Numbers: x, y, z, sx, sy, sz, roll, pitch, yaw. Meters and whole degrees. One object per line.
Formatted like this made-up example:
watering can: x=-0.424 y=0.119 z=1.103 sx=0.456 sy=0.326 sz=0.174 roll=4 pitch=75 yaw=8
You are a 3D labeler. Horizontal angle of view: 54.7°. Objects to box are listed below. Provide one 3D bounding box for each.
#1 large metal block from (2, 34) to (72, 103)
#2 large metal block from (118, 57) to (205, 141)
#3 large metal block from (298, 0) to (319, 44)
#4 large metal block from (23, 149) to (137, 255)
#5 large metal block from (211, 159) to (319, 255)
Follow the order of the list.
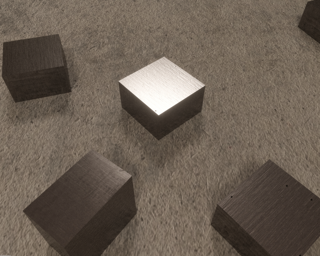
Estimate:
large metal block: x=-0.182 y=-0.090 z=0.460 sx=0.081 sy=0.050 sz=0.080 roll=-13 pitch=51 yaw=-11
large metal block: x=0.002 y=-0.043 z=0.423 sx=0.080 sy=0.050 sz=0.080 roll=-34 pitch=58 yaw=-25
large metal block: x=0.313 y=-0.191 z=0.551 sx=0.081 sy=0.050 sz=0.080 roll=-18 pitch=53 yaw=-15
large metal block: x=-0.070 y=0.081 z=0.298 sx=0.050 sy=0.080 sz=0.080 roll=30 pitch=56 yaw=22
large metal block: x=0.111 y=0.092 z=0.311 sx=0.081 sy=0.050 sz=0.080 roll=-33 pitch=58 yaw=-25
